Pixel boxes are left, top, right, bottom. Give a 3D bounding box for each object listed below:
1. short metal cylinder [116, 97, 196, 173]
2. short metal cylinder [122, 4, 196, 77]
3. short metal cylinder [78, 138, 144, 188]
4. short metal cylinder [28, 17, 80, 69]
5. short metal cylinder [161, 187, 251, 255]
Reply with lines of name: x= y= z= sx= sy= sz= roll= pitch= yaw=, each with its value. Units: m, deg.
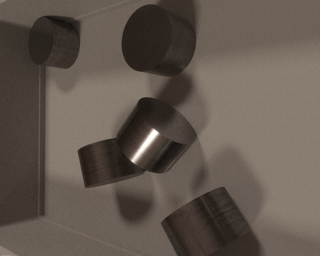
short metal cylinder: x=-0.005 y=0.008 z=0.373 sx=0.080 sy=0.081 sz=0.050 roll=51 pitch=120 yaw=27
short metal cylinder: x=-0.002 y=-0.108 z=0.391 sx=0.080 sy=0.050 sz=0.079 roll=0 pitch=90 yaw=39
short metal cylinder: x=-0.067 y=0.048 z=0.424 sx=0.080 sy=0.081 sz=0.050 roll=-24 pitch=75 yaw=37
short metal cylinder: x=-0.185 y=-0.147 z=0.540 sx=0.080 sy=0.050 sz=0.079 roll=0 pitch=90 yaw=39
short metal cylinder: x=0.048 y=0.105 z=0.330 sx=0.080 sy=0.081 sz=0.050 roll=-44 pitch=64 yaw=31
